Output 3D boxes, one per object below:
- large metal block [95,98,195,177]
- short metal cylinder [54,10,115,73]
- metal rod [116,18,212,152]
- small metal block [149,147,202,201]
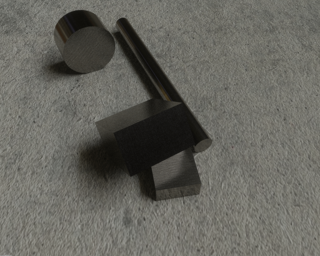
[{"bbox_3d":[-0.020,0.006,0.357,0.081,0.050,0.080,-25,18,-20],"label":"large metal block"},{"bbox_3d":[-0.116,-0.132,0.478,0.081,0.080,0.050,-22,54,-17],"label":"short metal cylinder"},{"bbox_3d":[-0.007,-0.083,0.472,0.025,0.025,0.300,-19,53,-15],"label":"metal rod"},{"bbox_3d":[0.016,0.053,0.359,0.050,0.025,0.050,-8,51,-7],"label":"small metal block"}]
